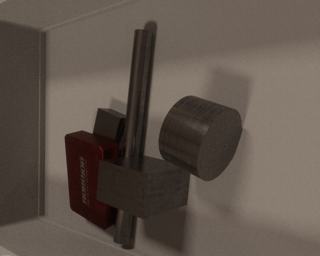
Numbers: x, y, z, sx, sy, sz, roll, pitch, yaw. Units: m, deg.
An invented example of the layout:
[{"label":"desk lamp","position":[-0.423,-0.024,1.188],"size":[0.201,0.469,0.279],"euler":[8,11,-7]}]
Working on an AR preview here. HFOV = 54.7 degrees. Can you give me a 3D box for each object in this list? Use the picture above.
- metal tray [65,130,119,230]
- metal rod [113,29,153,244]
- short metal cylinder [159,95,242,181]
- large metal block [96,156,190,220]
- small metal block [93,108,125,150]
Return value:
[{"label":"metal tray","position":[-0.101,0.076,0.467],"size":[0.090,0.030,0.129],"euler":[14,111,38]},{"label":"metal rod","position":[-0.039,0.016,0.436],"size":[0.025,0.025,0.298],"euler":[11,97,39]},{"label":"short metal cylinder","position":[0.044,0.010,0.333],"size":[0.050,0.081,0.079],"euler":[24,105,37]},{"label":"large metal block","position":[-0.020,0.068,0.385],"size":[0.080,0.081,0.050],"euler":[9,96,39]},{"label":"small metal block","position":[-0.073,0.001,0.464],"size":[0.050,0.025,0.050],"euler":[24,105,37]}]
